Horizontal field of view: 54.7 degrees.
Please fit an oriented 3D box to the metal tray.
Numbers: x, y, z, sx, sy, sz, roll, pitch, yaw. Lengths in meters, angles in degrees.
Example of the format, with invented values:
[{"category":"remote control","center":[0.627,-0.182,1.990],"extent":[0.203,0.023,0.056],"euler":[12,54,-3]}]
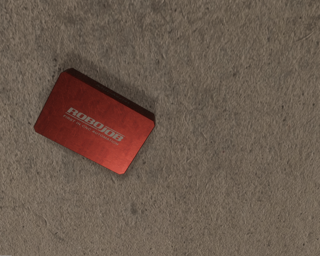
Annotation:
[{"category":"metal tray","center":[-0.083,-0.007,0.403],"extent":[0.131,0.030,0.090],"euler":[29,107,-11]}]
